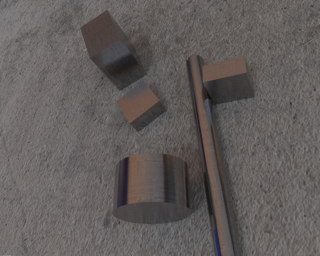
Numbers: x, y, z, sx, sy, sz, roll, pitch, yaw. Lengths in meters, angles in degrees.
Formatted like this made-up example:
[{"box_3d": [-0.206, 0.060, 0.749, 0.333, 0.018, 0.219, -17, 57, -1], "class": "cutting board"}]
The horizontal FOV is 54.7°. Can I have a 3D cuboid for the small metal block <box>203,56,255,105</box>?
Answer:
[{"box_3d": [0.084, -0.056, 0.378, 0.050, 0.050, 0.025, -10, 58, 22], "class": "small metal block"}]

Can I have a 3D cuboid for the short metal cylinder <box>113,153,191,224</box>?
[{"box_3d": [-0.008, 0.067, 0.331, 0.080, 0.080, 0.050, -14, 56, 20], "class": "short metal cylinder"}]

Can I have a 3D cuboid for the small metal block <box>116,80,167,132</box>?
[{"box_3d": [-0.027, -0.031, 0.435, 0.050, 0.025, 0.050, -37, 51, 2], "class": "small metal block"}]

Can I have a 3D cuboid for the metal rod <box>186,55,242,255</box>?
[{"box_3d": [0.058, 0.032, 0.352, 0.025, 0.025, 0.299, -17, 55, 18], "class": "metal rod"}]

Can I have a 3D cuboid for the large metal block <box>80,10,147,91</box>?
[{"box_3d": [-0.071, -0.118, 0.477, 0.050, 0.080, 0.080, -31, 52, 8], "class": "large metal block"}]
